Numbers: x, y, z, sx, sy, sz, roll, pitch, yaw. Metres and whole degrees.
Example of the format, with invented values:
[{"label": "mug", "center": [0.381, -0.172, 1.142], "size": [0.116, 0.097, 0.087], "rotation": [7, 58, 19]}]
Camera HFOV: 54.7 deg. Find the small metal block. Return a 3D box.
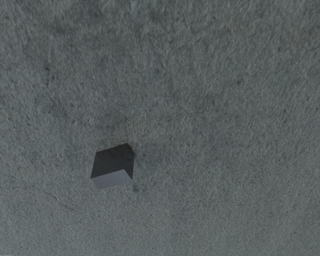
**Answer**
[{"label": "small metal block", "center": [-0.065, 0.053, 0.435], "size": [0.050, 0.050, 0.025], "rotation": [-17, 128, 13]}]
